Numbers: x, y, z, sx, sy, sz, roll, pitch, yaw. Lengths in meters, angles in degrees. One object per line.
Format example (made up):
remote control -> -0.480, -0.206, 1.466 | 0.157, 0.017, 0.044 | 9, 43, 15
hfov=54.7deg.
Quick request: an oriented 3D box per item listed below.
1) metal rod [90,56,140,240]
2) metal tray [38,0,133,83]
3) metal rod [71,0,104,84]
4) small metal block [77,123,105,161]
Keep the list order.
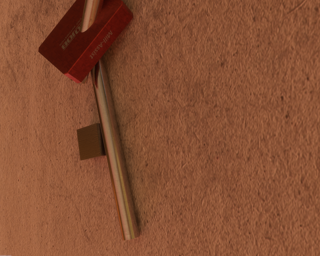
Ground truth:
metal rod -> -0.073, 0.012, 0.462 | 0.025, 0.025, 0.299 | -21, 77, 38
metal tray -> -0.112, -0.141, 0.461 | 0.090, 0.030, 0.130 | 39, 91, 32
metal rod -> -0.084, -0.208, 0.428 | 0.025, 0.025, 0.298 | 29, 111, 36
small metal block -> -0.103, 0.022, 0.487 | 0.050, 0.025, 0.050 | -15, 81, 38
